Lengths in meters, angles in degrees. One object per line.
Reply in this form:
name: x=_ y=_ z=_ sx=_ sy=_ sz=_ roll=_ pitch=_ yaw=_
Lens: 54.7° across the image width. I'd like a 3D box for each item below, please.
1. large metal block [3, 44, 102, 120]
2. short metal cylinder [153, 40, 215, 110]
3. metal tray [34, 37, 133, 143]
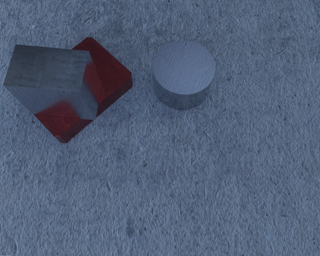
large metal block: x=-0.119 y=-0.050 z=0.364 sx=0.080 sy=0.080 sz=0.050 roll=5 pitch=70 yaw=2
short metal cylinder: x=0.031 y=-0.071 z=0.421 sx=0.081 sy=0.050 sz=0.080 roll=0 pitch=70 yaw=0
metal tray: x=-0.114 y=-0.054 z=0.424 sx=0.130 sy=0.030 sz=0.090 roll=-43 pitch=76 yaw=-14
